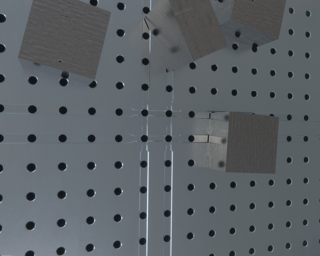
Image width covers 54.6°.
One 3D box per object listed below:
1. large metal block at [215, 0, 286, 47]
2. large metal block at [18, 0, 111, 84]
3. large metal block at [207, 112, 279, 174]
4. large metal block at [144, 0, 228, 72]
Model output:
[{"bbox_3d":[0.129,-0.172,0.446,0.081,0.050,0.080,14,85,-20],"label":"large metal block"},{"bbox_3d":[-0.109,-0.102,0.359,0.081,0.050,0.080,14,85,-20],"label":"large metal block"},{"bbox_3d":[0.117,0.021,0.442,0.081,0.050,0.080,5,89,-20],"label":"large metal block"},{"bbox_3d":[0.030,-0.124,0.394,0.050,0.080,0.080,-27,99,-18],"label":"large metal block"}]
